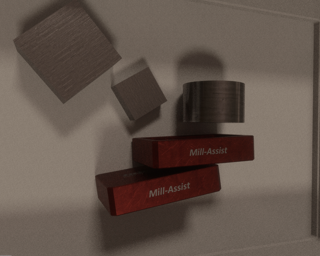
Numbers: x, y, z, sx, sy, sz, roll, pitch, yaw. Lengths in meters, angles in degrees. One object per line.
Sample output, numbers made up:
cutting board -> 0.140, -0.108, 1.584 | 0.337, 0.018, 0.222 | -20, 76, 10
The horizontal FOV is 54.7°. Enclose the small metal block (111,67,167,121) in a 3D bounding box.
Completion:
small metal block -> -0.027, -0.044, 0.401 | 0.050, 0.025, 0.050 | -33, 101, -17

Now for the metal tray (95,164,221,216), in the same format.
metal tray -> -0.005, 0.066, 0.375 | 0.131, 0.090, 0.030 | -9, 93, -20

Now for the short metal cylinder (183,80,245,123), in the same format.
short metal cylinder -> 0.070, -0.032, 0.409 | 0.081, 0.080, 0.050 | 1, 90, -20

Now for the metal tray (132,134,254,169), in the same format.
metal tray -> 0.039, 0.026, 0.391 | 0.131, 0.090, 0.030 | -2, 91, -20

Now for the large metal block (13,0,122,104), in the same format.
large metal block -> -0.105, -0.085, 0.359 | 0.080, 0.050, 0.080 | -42, 104, -15
